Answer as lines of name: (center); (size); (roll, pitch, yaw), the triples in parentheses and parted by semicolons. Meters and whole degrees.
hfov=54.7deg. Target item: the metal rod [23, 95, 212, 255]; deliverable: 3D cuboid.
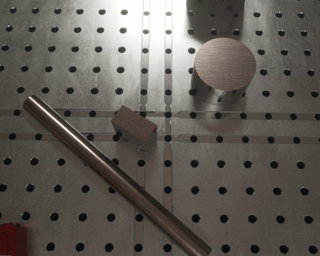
metal rod: (-0.062, 0.057, 0.390); (0.300, 0.025, 0.025); (39, 74, 12)

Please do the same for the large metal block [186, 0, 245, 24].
large metal block: (0.090, -0.217, 0.463); (0.080, 0.080, 0.050); (30, 73, 10)

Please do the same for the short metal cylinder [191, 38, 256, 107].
short metal cylinder: (0.085, -0.076, 0.427); (0.081, 0.050, 0.080); (0, 70, 0)

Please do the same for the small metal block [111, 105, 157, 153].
small metal block: (-0.032, 0.002, 0.397); (0.050, 0.050, 0.025); (31, 73, 10)

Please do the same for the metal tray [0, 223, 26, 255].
metal tray: (-0.222, 0.163, 0.346); (0.131, 0.030, 0.090); (-8, 70, -4)
